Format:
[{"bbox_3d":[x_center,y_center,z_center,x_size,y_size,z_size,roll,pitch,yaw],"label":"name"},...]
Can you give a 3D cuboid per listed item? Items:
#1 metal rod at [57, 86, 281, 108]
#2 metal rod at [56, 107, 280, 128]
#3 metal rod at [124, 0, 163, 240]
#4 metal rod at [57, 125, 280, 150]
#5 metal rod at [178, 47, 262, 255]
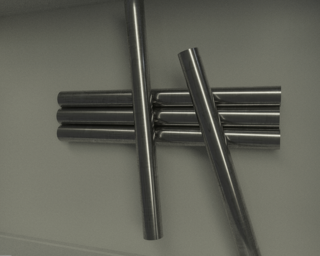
[{"bbox_3d":[-0.002,-0.040,0.409,0.301,0.025,0.025,1,91,19],"label":"metal rod"},{"bbox_3d":[-0.003,-0.015,0.409,0.301,0.025,0.025,1,91,19],"label":"metal rod"},{"bbox_3d":[-0.021,-0.013,0.389,0.025,0.025,0.298,-5,88,19],"label":"metal rod"},{"bbox_3d":[-0.003,0.010,0.409,0.301,0.025,0.025,1,91,19],"label":"metal rod"},{"bbox_3d":[0.076,0.054,0.360,0.025,0.025,0.298,-17,91,19],"label":"metal rod"}]
